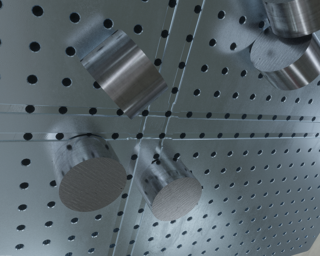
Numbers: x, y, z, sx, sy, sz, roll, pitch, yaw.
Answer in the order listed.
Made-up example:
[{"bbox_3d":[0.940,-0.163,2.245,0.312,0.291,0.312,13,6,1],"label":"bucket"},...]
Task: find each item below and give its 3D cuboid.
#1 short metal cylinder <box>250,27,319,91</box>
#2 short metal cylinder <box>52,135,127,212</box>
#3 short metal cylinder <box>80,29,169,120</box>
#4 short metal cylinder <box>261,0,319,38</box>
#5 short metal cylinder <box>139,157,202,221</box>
[{"bbox_3d":[0.169,-0.097,0.411,0.050,0.080,0.080,31,101,-38],"label":"short metal cylinder"},{"bbox_3d":[-0.088,0.056,0.383,0.081,0.050,0.079,-14,124,-21],"label":"short metal cylinder"},{"bbox_3d":[-0.036,-0.055,0.323,0.050,0.080,0.080,-41,130,-1],"label":"short metal cylinder"},{"bbox_3d":[0.168,-0.156,0.373,0.080,0.080,0.050,-41,130,-1],"label":"short metal cylinder"},{"bbox_3d":[0.015,0.091,0.461,0.081,0.050,0.079,-14,125,-21],"label":"short metal cylinder"}]
